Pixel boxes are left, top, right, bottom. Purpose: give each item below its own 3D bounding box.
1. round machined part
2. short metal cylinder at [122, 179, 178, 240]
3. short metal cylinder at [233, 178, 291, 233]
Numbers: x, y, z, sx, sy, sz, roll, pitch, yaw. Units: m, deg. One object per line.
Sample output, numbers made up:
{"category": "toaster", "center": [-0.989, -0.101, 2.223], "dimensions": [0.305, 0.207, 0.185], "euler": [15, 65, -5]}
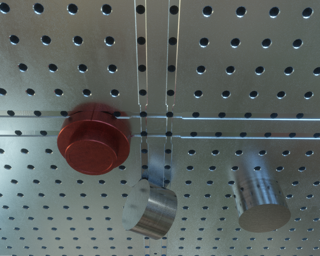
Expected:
{"category": "round machined part", "center": [-0.091, 0.027, 0.423], "dimensions": [0.099, 0.042, 0.097], "euler": [0, 130, 0]}
{"category": "short metal cylinder", "center": [-0.017, 0.126, 0.483], "dimensions": [0.050, 0.080, 0.080], "euler": [28, 125, -22]}
{"category": "short metal cylinder", "center": [0.164, 0.127, 0.505], "dimensions": [0.081, 0.050, 0.079], "euler": [0, 130, 0]}
